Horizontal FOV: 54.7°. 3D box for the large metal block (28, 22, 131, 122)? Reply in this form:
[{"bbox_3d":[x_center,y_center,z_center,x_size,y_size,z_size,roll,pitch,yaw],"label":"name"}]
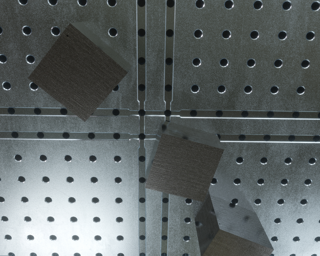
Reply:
[{"bbox_3d":[-0.093,-0.068,0.374,0.080,0.050,0.080,40,105,-14],"label":"large metal block"}]

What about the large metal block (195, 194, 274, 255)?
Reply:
[{"bbox_3d":[0.101,0.150,0.441,0.080,0.080,0.050,23,108,-9],"label":"large metal block"}]

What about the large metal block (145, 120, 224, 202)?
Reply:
[{"bbox_3d":[0.030,0.044,0.417,0.081,0.050,0.079,15,109,-6],"label":"large metal block"}]
